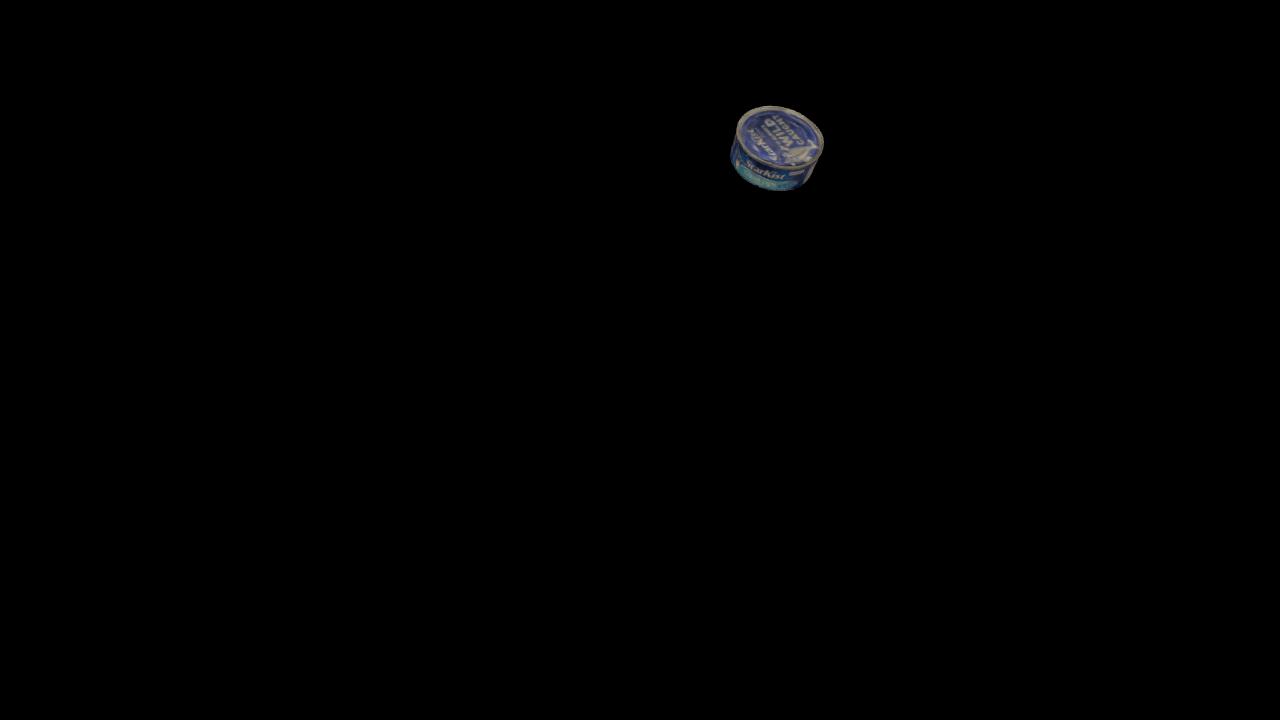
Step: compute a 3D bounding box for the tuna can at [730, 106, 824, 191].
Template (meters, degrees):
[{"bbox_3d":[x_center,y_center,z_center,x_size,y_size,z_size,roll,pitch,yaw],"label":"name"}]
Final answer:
[{"bbox_3d":[0.130,-0.203,0.592,0.084,0.084,0.034,0,-29,-7],"label":"tuna can"}]
